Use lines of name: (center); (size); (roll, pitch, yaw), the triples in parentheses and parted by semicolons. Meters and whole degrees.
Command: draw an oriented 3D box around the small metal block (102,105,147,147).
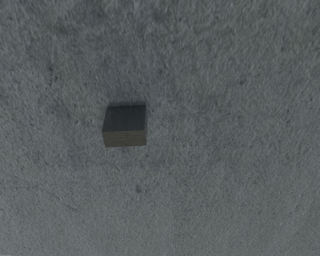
small metal block: (-0.042, -0.003, 0.388); (0.050, 0.050, 0.025); (-3, 130, 2)
